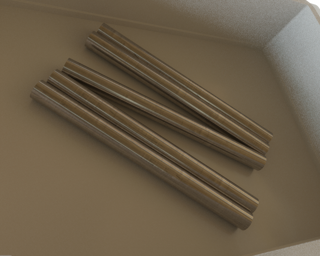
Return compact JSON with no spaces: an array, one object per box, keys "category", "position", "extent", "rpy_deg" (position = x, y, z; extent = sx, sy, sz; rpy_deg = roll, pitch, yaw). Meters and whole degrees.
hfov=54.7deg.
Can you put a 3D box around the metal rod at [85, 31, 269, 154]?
[{"category":"metal rod","position":[0.030,-0.045,0.447],"extent":[0.301,0.025,0.025],"rpy_deg":[32,52,-8]}]

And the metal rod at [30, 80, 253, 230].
[{"category":"metal rod","position":[-0.016,0.036,0.373],"extent":[0.301,0.025,0.025],"rpy_deg":[33,51,-7]}]

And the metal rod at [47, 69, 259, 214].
[{"category":"metal rod","position":[-0.004,0.021,0.389],"extent":[0.301,0.025,0.025],"rpy_deg":[33,51,-7]}]

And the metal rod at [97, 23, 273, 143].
[{"category":"metal rod","position":[0.041,-0.061,0.463],"extent":[0.301,0.025,0.025],"rpy_deg":[32,52,-8]}]

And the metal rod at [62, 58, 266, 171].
[{"category":"metal rod","position":[0.014,-0.013,0.419],"extent":[0.301,0.025,0.025],"rpy_deg":[26,53,-12]}]
